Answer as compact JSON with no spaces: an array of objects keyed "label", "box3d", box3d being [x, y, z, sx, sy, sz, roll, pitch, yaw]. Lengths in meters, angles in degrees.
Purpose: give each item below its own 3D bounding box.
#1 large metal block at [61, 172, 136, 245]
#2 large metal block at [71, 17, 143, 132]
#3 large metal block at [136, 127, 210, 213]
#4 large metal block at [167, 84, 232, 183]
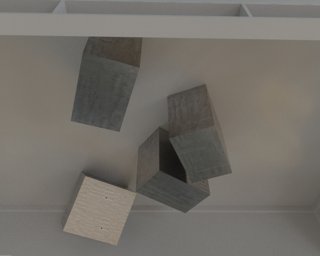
[{"label":"large metal block","box3d":[-0.093,0.119,0.465,0.080,0.050,0.080,23,82,-19]},{"label":"large metal block","box3d":[-0.054,-0.056,0.324,0.050,0.080,0.079,14,129,-12]},{"label":"large metal block","box3d":[0.017,0.057,0.422,0.080,0.080,0.050,29,124,-23]},{"label":"large metal block","box3d":[0.047,0.007,0.379,0.050,0.080,0.080,-17,128,13]}]
